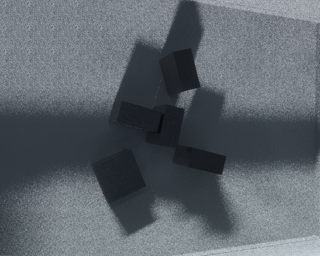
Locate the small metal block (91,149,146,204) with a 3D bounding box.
[{"bbox_3d":[-0.053,0.060,0.391,0.050,0.025,0.050,-23,98,-19],"label":"small metal block"}]

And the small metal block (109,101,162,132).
[{"bbox_3d":[-0.032,-0.013,0.385,0.050,0.050,0.025,15,85,-20],"label":"small metal block"}]

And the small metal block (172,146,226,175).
[{"bbox_3d":[0.052,0.042,0.416,0.050,0.050,0.025,15,85,-20],"label":"small metal block"}]

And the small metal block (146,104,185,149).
[{"bbox_3d":[0.006,-0.002,0.399,0.025,0.050,0.050,13,86,-20],"label":"small metal block"}]

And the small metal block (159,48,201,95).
[{"bbox_3d":[0.025,-0.072,0.406,0.025,0.050,0.050,-17,96,-19],"label":"small metal block"}]
